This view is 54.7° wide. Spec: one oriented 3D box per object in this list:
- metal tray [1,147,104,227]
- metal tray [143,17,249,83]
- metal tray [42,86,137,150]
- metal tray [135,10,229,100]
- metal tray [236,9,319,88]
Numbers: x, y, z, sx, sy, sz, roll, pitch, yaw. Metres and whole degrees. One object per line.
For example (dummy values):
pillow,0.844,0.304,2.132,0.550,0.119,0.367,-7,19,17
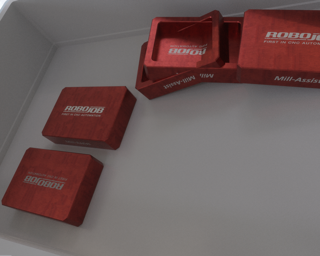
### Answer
metal tray,-0.152,0.078,0.434,0.130,0.030,0.090,3,63,29
metal tray,0.050,-0.107,0.416,0.131,0.030,0.090,3,62,9
metal tray,-0.109,-0.018,0.471,0.130,0.030,0.090,3,63,29
metal tray,0.029,-0.099,0.432,0.130,0.030,0.090,-15,55,32
metal tray,0.159,-0.092,0.355,0.130,0.030,0.090,6,64,14
